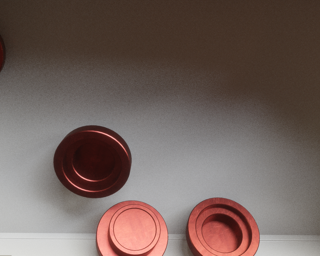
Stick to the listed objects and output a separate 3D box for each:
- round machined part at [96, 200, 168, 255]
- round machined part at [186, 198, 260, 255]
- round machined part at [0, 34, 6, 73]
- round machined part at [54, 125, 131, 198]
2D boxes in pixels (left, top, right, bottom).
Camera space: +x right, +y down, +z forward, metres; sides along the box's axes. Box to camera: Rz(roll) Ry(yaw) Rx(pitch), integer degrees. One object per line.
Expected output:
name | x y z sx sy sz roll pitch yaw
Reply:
round machined part | -0.036 0.144 0.422 0.099 0.098 0.042 12 141 -5
round machined part | 0.085 0.151 0.435 0.099 0.098 0.042 5 138 -2
round machined part | -0.234 -0.088 0.354 0.099 0.042 0.097 -6 112 -16
round machined part | -0.087 0.042 0.417 0.099 0.042 0.097 0 110 0
